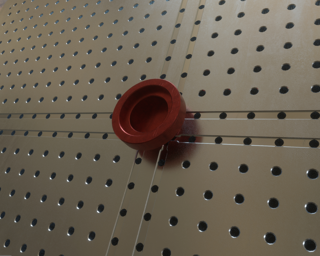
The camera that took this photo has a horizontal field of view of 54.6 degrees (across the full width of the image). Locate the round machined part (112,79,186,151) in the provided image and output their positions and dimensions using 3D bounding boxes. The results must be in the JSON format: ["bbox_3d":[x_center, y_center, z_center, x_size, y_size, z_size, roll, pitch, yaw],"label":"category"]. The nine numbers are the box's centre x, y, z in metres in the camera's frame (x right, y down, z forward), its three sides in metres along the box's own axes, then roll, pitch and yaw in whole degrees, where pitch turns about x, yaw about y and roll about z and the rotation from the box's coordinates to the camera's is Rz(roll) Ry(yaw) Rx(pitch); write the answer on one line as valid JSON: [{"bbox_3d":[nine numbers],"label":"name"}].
[{"bbox_3d":[-0.011,-0.014,0.412,0.098,0.042,0.098,-13,56,21],"label":"round machined part"}]
